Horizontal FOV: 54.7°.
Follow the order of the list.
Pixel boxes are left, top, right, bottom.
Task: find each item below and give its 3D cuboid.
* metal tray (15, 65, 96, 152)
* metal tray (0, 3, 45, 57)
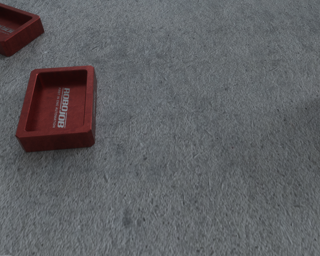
[{"bbox_3d":[-0.135,-0.031,0.424,0.091,0.030,0.130,-5,50,-4],"label":"metal tray"},{"bbox_3d":[-0.287,-0.180,0.548,0.130,0.030,0.090,22,53,17],"label":"metal tray"}]
